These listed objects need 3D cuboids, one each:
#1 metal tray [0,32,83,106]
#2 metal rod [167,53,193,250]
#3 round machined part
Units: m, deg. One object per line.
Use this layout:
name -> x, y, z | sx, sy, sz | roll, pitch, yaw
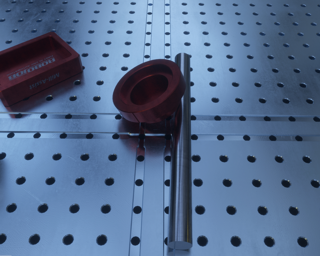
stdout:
metal tray -> -0.200, -0.096, 0.482 | 0.131, 0.030, 0.090 | -33, 58, -25
metal rod -> 0.028, 0.003, 0.405 | 0.025, 0.025, 0.300 | 3, 50, 2
round machined part -> -0.011, -0.045, 0.419 | 0.098, 0.042, 0.098 | -15, 46, 17
